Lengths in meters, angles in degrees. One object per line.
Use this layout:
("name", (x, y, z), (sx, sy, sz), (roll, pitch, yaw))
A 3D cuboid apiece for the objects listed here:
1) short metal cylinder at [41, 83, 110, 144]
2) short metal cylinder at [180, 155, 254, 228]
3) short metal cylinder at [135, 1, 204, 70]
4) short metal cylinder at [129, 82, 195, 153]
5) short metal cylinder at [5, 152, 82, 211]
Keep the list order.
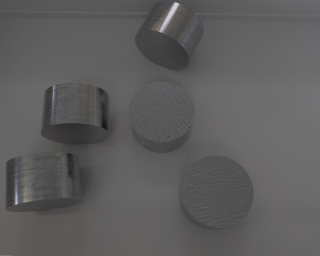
("short metal cylinder", (-0.103, -0.015, 0.385), (0.081, 0.080, 0.050), (-3, 70, -1))
("short metal cylinder", (0.064, 0.078, 0.368), (0.081, 0.050, 0.080), (0, 70, 0))
("short metal cylinder", (0.013, -0.125, 0.426), (0.080, 0.080, 0.050), (24, 72, 8))
("short metal cylinder", (0.002, -0.013, 0.401), (0.081, 0.050, 0.080), (0, 70, 0))
("short metal cylinder", (-0.133, 0.064, 0.356), (0.081, 0.080, 0.050), (-9, 71, -3))
